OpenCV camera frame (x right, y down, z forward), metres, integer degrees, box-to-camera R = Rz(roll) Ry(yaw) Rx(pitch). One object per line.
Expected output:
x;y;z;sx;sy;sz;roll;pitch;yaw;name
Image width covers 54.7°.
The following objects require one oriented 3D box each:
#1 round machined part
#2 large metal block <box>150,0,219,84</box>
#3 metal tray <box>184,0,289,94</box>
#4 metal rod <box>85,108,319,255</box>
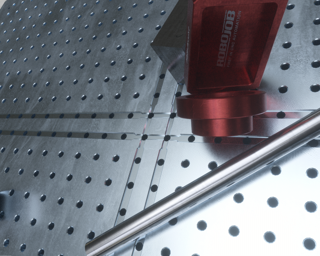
0.069;-0.017;0.349;0.098;0.099;0.042;0;101;28;round machined part
0.044;-0.113;0.417;0.050;0.080;0.080;17;71;38;large metal block
0.076;-0.094;0.342;0.091;0.129;0.030;-5;54;-2;metal tray
0.048;0.067;0.342;0.300;0.025;0.025;-32;52;7;metal rod
